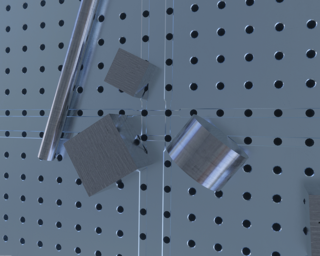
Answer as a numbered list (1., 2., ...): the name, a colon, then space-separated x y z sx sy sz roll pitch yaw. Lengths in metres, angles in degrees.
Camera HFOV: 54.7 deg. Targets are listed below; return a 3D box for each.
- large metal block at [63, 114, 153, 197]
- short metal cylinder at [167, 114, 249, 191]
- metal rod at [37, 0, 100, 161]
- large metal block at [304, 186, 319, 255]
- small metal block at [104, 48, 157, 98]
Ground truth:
1. large metal block: -0.070 0.036 0.423 0.080 0.050 0.080 -32 80 17
2. short metal cylinder: 0.055 0.028 0.363 0.080 0.080 0.050 41 103 15
3. metal rod: -0.128 -0.096 0.456 0.025 0.025 0.298 20 96 18
4. large metal block: 0.201 0.107 0.329 0.080 0.050 0.079 -3 89 19
5. small metal block: -0.041 -0.075 0.426 0.050 0.025 0.050 29 99 17
